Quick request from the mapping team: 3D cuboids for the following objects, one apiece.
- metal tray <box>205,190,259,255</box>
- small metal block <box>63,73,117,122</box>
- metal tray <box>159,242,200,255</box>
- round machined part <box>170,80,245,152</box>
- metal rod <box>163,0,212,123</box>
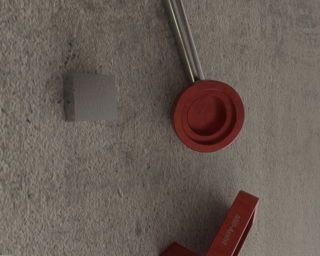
[{"bbox_3d":[0.107,0.170,0.466,0.130,0.030,0.090,-52,150,-28],"label":"metal tray"},{"bbox_3d":[-0.077,-0.033,0.342,0.050,0.025,0.050,-4,93,-40],"label":"small metal block"},{"bbox_3d":[0.056,0.223,0.410,0.030,0.090,0.129,-33,111,-29],"label":"metal tray"},{"bbox_3d":[0.062,-0.019,0.429,0.099,0.042,0.097,-2,104,-9],"label":"round machined part"},{"bbox_3d":[0.039,-0.110,0.439,0.025,0.025,0.298,-31,110,-36],"label":"metal rod"}]
